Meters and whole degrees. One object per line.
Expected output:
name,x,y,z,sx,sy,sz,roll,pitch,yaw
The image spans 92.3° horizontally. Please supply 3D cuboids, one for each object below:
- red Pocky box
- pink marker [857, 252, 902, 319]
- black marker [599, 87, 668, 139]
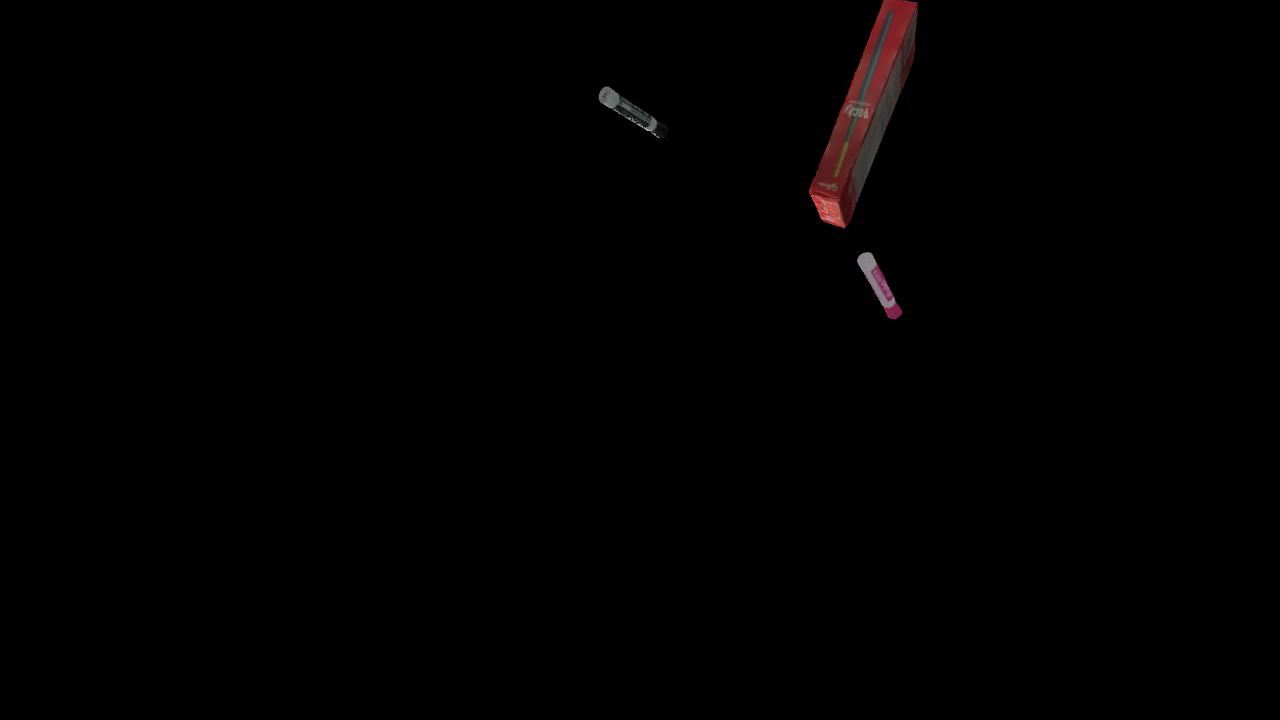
red Pocky box,0.180,-0.192,0.494,0.028,0.155,0.083,22,5,21
pink marker,0.300,-0.089,0.765,0.020,0.020,0.121,0,-31,42
black marker,-0.004,-0.291,0.732,0.020,0.020,0.121,0,-3,36
